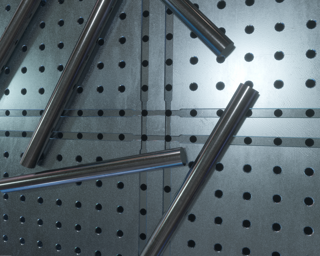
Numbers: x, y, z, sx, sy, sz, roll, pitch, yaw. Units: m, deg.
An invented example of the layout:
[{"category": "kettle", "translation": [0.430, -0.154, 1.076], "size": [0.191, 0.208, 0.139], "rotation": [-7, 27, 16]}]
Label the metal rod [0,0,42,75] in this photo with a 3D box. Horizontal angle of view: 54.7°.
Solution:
[{"category": "metal rod", "translation": [-0.224, -0.163, 0.489], "size": [0.025, 0.025, 0.299], "rotation": [39, 102, 15]}]

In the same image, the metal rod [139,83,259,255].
[{"category": "metal rod", "translation": [0.037, 0.080, 0.398], "size": [0.025, 0.025, 0.299], "rotation": [32, 100, 17]}]

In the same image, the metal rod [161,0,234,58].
[{"category": "metal rod", "translation": [-0.015, -0.205, 0.416], "size": [0.025, 0.025, 0.300], "rotation": [-45, 77, 14]}]

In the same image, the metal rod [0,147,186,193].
[{"category": "metal rod", "translation": [-0.110, 0.064, 0.449], "size": [0.301, 0.025, 0.025], "rotation": [-11, 86, 19]}]

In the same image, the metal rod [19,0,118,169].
[{"category": "metal rod", "translation": [-0.135, -0.072, 0.458], "size": [0.025, 0.025, 0.299], "rotation": [32, 100, 17]}]
